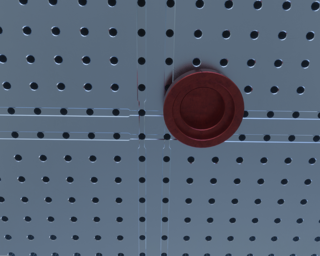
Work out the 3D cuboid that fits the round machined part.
[{"bbox_3d":[0.053,-0.027,0.395,0.099,0.042,0.097,0,110,-1],"label":"round machined part"}]
